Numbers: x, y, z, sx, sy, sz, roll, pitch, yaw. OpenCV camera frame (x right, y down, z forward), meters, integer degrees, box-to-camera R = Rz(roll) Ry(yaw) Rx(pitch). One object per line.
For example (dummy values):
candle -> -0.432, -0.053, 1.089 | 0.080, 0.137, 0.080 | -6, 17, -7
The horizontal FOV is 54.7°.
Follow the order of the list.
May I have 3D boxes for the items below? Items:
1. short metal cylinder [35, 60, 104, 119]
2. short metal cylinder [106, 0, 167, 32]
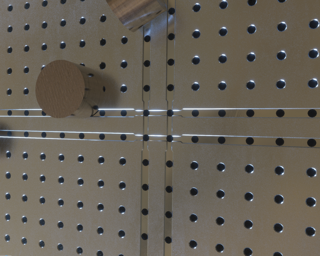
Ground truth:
short metal cylinder -> -0.128, -0.053, 0.445 | 0.080, 0.050, 0.079 | 0, 90, 20
short metal cylinder -> -0.034, -0.171, 0.395 | 0.050, 0.080, 0.080 | -28, 81, 18
